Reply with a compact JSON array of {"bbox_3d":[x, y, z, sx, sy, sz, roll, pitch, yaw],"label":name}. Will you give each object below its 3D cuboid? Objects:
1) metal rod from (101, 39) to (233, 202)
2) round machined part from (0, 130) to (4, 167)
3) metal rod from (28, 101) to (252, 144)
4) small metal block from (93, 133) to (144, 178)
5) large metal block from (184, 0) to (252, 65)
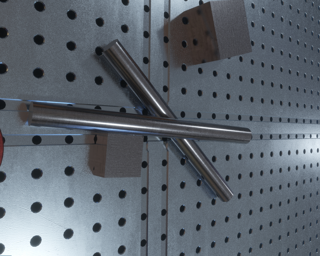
[{"bbox_3d":[0.024,0.007,0.431,0.300,0.025,0.025,51,60,-28],"label":"metal rod"},{"bbox_3d":[-0.183,0.017,0.245,0.099,0.042,0.097,0,90,-40],"label":"round machined part"},{"bbox_3d":[0.000,-0.001,0.384,0.302,0.025,0.025,6,86,-32],"label":"metal rod"},{"bbox_3d":[-0.049,0.033,0.370,0.050,0.025,0.050,7,86,-40],"label":"small metal block"},{"bbox_3d":[0.090,-0.146,0.470,0.081,0.050,0.079,-22,104,-38],"label":"large metal block"}]
